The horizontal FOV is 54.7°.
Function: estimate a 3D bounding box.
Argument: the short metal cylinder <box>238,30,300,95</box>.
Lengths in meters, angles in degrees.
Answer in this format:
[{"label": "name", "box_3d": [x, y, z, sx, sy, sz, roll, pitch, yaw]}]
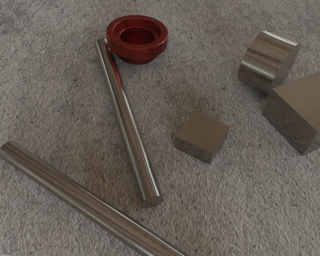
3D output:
[{"label": "short metal cylinder", "box_3d": [0.157, -0.093, 0.448, 0.050, 0.080, 0.080, 33, 57, 24]}]

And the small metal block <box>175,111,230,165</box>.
[{"label": "small metal block", "box_3d": [0.054, 0.012, 0.394, 0.050, 0.025, 0.050, 25, 54, 19]}]

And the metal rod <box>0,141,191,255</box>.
[{"label": "metal rod", "box_3d": [-0.060, 0.091, 0.326, 0.301, 0.025, 0.025, 27, 55, 20]}]

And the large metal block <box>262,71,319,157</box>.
[{"label": "large metal block", "box_3d": [0.198, -0.021, 0.407, 0.081, 0.050, 0.080, -21, 53, -17]}]

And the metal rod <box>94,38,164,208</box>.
[{"label": "metal rod", "box_3d": [-0.053, -0.030, 0.427, 0.025, 0.025, 0.299, -13, 51, -11]}]

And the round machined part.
[{"label": "round machined part", "box_3d": [-0.037, -0.141, 0.508, 0.099, 0.042, 0.098, 3, 49, -3]}]
